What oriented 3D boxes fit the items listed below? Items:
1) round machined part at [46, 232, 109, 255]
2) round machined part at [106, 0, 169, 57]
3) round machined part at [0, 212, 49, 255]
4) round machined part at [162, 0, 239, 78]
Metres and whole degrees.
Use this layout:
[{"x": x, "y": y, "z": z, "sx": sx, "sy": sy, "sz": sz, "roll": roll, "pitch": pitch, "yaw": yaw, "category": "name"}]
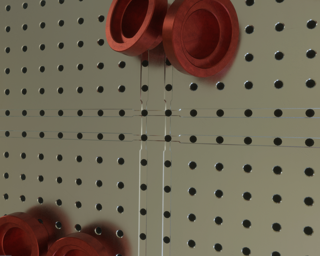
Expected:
[{"x": -0.111, "y": 0.197, "z": 0.441, "sx": 0.098, "sy": 0.042, "sz": 0.097, "roll": 0, "pitch": 90, "yaw": 19, "category": "round machined part"}, {"x": -0.024, "y": -0.139, "z": 0.397, "sx": 0.098, "sy": 0.042, "sz": 0.098, "roll": -12, "pitch": 73, "yaw": 44, "category": "round machined part"}, {"x": -0.212, "y": 0.178, "z": 0.476, "sx": 0.098, "sy": 0.042, "sz": 0.097, "roll": 0, "pitch": 90, "yaw": 19, "category": "round machined part"}, {"x": 0.043, "y": -0.112, "z": 0.368, "sx": 0.042, "sy": 0.099, "sz": 0.097, "roll": 27, "pitch": 101, "yaw": 53, "category": "round machined part"}]
